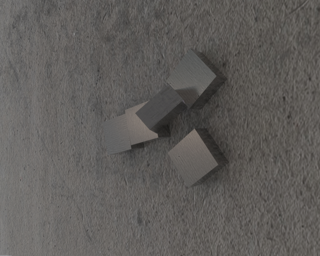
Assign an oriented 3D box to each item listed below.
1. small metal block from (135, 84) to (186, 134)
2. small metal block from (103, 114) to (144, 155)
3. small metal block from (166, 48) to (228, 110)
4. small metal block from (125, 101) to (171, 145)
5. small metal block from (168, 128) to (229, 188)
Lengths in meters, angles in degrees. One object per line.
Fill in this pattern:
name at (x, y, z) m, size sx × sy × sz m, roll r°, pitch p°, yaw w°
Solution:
small metal block at (0.003, -0.021, 0.368) m, size 0.050 × 0.050 × 0.025 m, roll -41°, pitch 79°, yaw 2°
small metal block at (-0.054, 0.010, 0.450) m, size 0.050 × 0.025 × 0.050 m, roll -17°, pitch 79°, yaw 38°
small metal block at (0.043, -0.058, 0.370) m, size 0.050 × 0.025 × 0.050 m, roll -51°, pitch 60°, yaw 27°
small metal block at (-0.017, -0.006, 0.419) m, size 0.050 × 0.025 × 0.050 m, roll -17°, pitch 79°, yaw 38°
small metal block at (0.044, 0.035, 0.368) m, size 0.050 × 0.025 × 0.050 m, roll -45°, pitch 63°, yaw 30°
